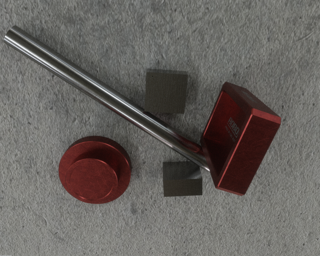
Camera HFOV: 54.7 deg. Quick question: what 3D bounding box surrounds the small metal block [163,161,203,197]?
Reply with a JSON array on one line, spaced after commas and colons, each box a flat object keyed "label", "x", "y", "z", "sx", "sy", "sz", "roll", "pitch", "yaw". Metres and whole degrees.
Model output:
[{"label": "small metal block", "x": 0.030, "y": 0.068, "z": 0.422, "sx": 0.050, "sy": 0.050, "sz": 0.025, "roll": -3, "pitch": 111, "yaw": 1}]

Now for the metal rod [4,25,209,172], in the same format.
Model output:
[{"label": "metal rod", "x": -0.053, "y": -0.031, "z": 0.395, "sx": 0.301, "sy": 0.025, "sz": 0.025, "roll": 33, "pitch": 107, "yaw": -11}]

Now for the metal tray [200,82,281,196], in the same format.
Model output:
[{"label": "metal tray", "x": 0.084, "y": 0.005, "z": 0.357, "sx": 0.030, "sy": 0.130, "sz": 0.089, "roll": 18, "pitch": 109, "yaw": -7}]

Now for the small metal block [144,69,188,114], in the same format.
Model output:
[{"label": "small metal block", "x": 0.007, "y": -0.047, "z": 0.393, "sx": 0.050, "sy": 0.025, "sz": 0.050, "roll": 3, "pitch": 110, "yaw": -2}]

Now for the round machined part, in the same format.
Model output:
[{"label": "round machined part", "x": -0.090, "y": 0.063, "z": 0.423, "sx": 0.099, "sy": 0.042, "sz": 0.097, "roll": 0, "pitch": 110, "yaw": -1}]
